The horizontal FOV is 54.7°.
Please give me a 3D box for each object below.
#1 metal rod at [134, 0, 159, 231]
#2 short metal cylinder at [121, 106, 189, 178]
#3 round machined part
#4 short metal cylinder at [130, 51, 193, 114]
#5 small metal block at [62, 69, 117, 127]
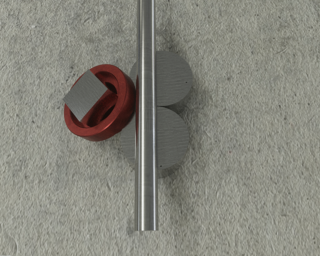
[{"bbox_3d":[-0.016,-0.035,0.369,0.025,0.025,0.299,-1,70,0],"label":"metal rod"},{"bbox_3d":[-0.006,0.019,0.388,0.081,0.050,0.080,0,69,0],"label":"short metal cylinder"},{"bbox_3d":[-0.071,-0.028,0.396,0.098,0.042,0.098,-12,64,26],"label":"round machined part"},{"bbox_3d":[0.001,-0.056,0.417,0.081,0.050,0.080,0,70,0],"label":"short metal cylinder"},{"bbox_3d":[-0.084,-0.036,0.379,0.050,0.025,0.050,-48,54,4],"label":"small metal block"}]
